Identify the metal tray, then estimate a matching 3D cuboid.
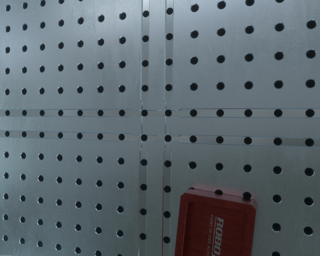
[{"bbox_3d":[0.067,0.148,0.385,0.090,0.030,0.129,6,92,19],"label":"metal tray"}]
